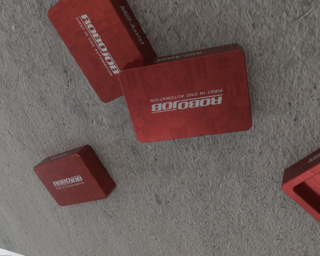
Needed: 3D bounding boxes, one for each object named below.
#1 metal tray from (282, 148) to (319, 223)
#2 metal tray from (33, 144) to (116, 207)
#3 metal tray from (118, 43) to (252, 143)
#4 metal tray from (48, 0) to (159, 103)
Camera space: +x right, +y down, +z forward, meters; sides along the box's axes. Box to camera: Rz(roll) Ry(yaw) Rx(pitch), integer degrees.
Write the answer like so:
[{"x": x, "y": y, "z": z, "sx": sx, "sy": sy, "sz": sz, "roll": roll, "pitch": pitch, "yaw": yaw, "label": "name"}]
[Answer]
[{"x": 0.209, "y": 0.053, "z": 0.325, "sx": 0.090, "sy": 0.030, "sz": 0.129, "roll": 42, "pitch": 129, "yaw": -1, "label": "metal tray"}, {"x": -0.149, "y": 0.086, "z": 0.535, "sx": 0.130, "sy": 0.030, "sz": 0.090, "roll": -18, "pitch": 109, "yaw": 35, "label": "metal tray"}, {"x": 0.030, "y": -0.035, "z": 0.342, "sx": 0.130, "sy": 0.030, "sz": 0.089, "roll": -7, "pitch": 117, "yaw": 13, "label": "metal tray"}, {"x": -0.066, "y": -0.103, "z": 0.374, "sx": 0.090, "sy": 0.030, "sz": 0.130, "roll": -20, "pitch": 108, "yaw": 35, "label": "metal tray"}]
